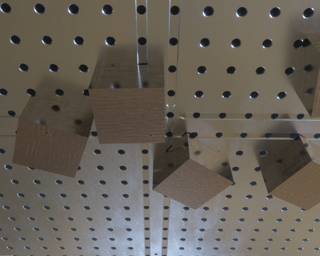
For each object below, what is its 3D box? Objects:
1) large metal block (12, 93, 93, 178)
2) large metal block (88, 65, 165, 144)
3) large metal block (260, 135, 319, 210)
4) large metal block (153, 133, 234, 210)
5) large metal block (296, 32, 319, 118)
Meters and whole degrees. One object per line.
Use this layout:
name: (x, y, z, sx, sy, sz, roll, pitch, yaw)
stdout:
large metal block: (-0.138, 0.012, 0.404, 0.080, 0.050, 0.080, 17, 128, -14)
large metal block: (-0.035, -0.028, 0.371, 0.080, 0.050, 0.080, -1, 130, 0)
large metal block: (0.210, 0.068, 0.454, 0.080, 0.050, 0.080, 24, 126, -20)
large metal block: (0.046, 0.065, 0.451, 0.080, 0.050, 0.080, 30, 124, -23)
large metal block: (0.205, -0.063, 0.343, 0.080, 0.050, 0.080, -8, 130, 6)
